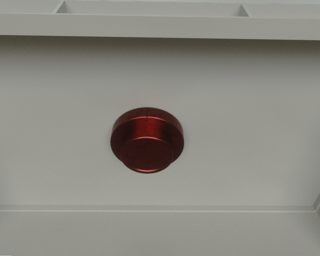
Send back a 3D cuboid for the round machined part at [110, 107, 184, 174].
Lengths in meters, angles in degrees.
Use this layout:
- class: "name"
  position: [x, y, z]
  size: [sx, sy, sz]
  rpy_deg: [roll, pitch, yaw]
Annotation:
- class: "round machined part"
  position: [-0.017, 0.023, 0.413]
  size: [0.099, 0.042, 0.097]
  rpy_deg: [-1, 130, 0]
